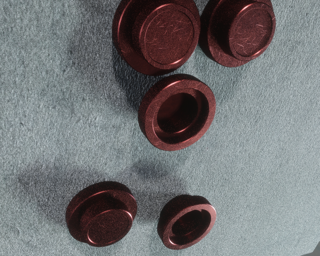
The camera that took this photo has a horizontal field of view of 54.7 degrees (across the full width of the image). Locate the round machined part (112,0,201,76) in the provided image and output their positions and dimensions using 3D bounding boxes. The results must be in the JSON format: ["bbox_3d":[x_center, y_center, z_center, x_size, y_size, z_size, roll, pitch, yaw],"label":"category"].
[{"bbox_3d":[0.002,-0.102,0.334,0.099,0.042,0.097,-14,124,-21],"label":"round machined part"}]

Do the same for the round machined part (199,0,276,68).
[{"bbox_3d":[0.099,-0.120,0.376,0.099,0.042,0.097,-14,124,-21],"label":"round machined part"}]

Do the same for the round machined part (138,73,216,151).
[{"bbox_3d":[0.018,-0.023,0.391,0.099,0.042,0.097,-14,124,-21],"label":"round machined part"}]

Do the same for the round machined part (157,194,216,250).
[{"bbox_3d":[0.039,0.149,0.509,0.099,0.042,0.097,-14,124,-21],"label":"round machined part"}]

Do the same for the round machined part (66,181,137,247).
[{"bbox_3d":[-0.077,0.126,0.431,0.099,0.042,0.097,-14,124,-21],"label":"round machined part"}]
